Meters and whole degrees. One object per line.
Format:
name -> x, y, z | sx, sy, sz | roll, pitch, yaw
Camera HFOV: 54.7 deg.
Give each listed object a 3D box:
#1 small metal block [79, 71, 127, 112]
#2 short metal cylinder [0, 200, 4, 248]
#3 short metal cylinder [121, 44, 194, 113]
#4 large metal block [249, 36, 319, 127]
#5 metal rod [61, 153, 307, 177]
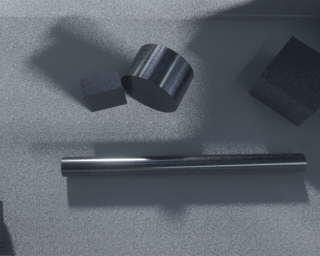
small metal block -> -0.074, -0.047, 0.412 | 0.050, 0.050, 0.025 | -14, 71, -3
short metal cylinder -> -0.216, 0.112, 0.337 | 0.081, 0.080, 0.050 | -11, 71, -4
short metal cylinder -> -0.003, -0.063, 0.404 | 0.080, 0.080, 0.050 | 25, 72, 8
large metal block -> 0.184, -0.063, 0.422 | 0.080, 0.050, 0.080 | 38, 74, 12
metal rod -> 0.030, 0.047, 0.392 | 0.302, 0.025, 0.025 | -1, 70, -1
